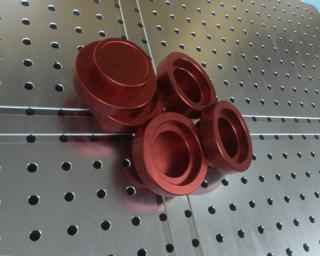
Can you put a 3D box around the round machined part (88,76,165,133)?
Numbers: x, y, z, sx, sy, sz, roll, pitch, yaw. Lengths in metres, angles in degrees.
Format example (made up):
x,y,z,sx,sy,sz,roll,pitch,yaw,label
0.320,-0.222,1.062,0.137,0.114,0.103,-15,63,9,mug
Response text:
x,y,z,sx,sy,sz,roll,pitch,yaw,label
-0.047,-0.036,0.394,0.099,0.042,0.098,14,56,-21,round machined part

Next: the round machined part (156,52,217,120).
x,y,z,sx,sy,sz,roll,pitch,yaw,label
0.032,-0.055,0.438,0.098,0.042,0.098,27,47,-32,round machined part

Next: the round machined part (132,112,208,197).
x,y,z,sx,sy,sz,roll,pitch,yaw,label
0.008,0.033,0.372,0.099,0.042,0.098,13,68,-35,round machined part

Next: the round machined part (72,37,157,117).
x,y,z,sx,sy,sz,roll,pitch,yaw,label
-0.048,-0.065,0.358,0.099,0.042,0.098,14,56,-21,round machined part

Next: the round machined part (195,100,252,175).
x,y,z,sx,sy,sz,roll,pitch,yaw,label
0.082,0.015,0.419,0.098,0.042,0.098,24,56,-42,round machined part
